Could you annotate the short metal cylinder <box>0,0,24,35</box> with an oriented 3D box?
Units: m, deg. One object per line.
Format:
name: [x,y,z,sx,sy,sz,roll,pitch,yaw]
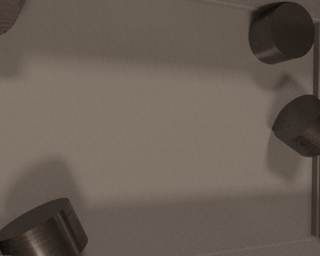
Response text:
short metal cylinder: [-0.181,-0.138,0.310,0.081,0.050,0.079,-7,130,-9]

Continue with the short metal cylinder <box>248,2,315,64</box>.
short metal cylinder: [0.182,-0.140,0.466,0.081,0.050,0.079,0,90,-20]

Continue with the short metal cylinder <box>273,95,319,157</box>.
short metal cylinder: [0.220,-0.003,0.465,0.050,0.080,0.080,33,79,-17]

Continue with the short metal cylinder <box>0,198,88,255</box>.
short metal cylinder: [-0.126,0.119,0.335,0.081,0.080,0.050,-26,99,-18]
